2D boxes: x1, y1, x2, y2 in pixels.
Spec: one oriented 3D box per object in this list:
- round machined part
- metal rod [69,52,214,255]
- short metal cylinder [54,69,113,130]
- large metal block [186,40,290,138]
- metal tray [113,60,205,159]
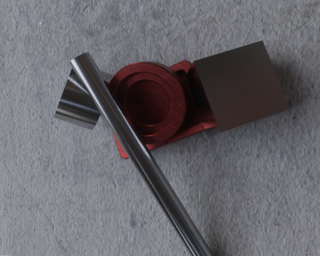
[{"bbox_3d":[-0.013,-0.032,0.379,0.098,0.042,0.097,4,106,14],"label":"round machined part"},{"bbox_3d":[-0.014,0.048,0.368,0.025,0.025,0.299,-29,98,17],"label":"metal rod"},{"bbox_3d":[-0.101,-0.042,0.408,0.050,0.080,0.080,20,98,-18],"label":"short metal cylinder"},{"bbox_3d":[0.084,-0.041,0.349,0.081,0.050,0.080,-18,83,-8],"label":"large metal block"},{"bbox_3d":[-0.003,-0.021,0.408,0.130,0.030,0.090,-22,83,18],"label":"metal tray"}]
